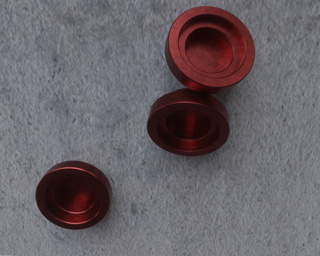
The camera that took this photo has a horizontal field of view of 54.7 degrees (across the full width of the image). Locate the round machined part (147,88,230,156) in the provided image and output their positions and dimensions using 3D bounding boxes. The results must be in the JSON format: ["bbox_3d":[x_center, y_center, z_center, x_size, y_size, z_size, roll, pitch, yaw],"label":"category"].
[{"bbox_3d":[0.035,-0.011,0.383,0.099,0.042,0.097,5,139,5],"label":"round machined part"}]

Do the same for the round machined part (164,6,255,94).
[{"bbox_3d":[0.053,-0.085,0.354,0.099,0.042,0.098,2,76,-10],"label":"round machined part"}]

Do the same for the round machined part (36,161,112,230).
[{"bbox_3d":[-0.116,0.089,0.432,0.099,0.042,0.097,0,110,-1],"label":"round machined part"}]
